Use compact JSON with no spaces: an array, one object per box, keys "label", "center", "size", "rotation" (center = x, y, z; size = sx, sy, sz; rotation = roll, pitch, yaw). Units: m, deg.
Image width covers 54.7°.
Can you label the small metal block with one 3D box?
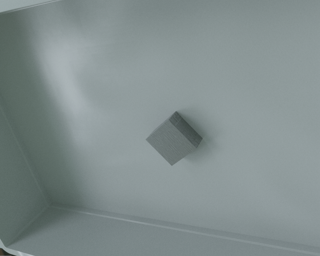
[{"label":"small metal block","center":[0.018,0.014,0.407],"size":[0.050,0.025,0.050],"rotation":[46,129,-4]}]
